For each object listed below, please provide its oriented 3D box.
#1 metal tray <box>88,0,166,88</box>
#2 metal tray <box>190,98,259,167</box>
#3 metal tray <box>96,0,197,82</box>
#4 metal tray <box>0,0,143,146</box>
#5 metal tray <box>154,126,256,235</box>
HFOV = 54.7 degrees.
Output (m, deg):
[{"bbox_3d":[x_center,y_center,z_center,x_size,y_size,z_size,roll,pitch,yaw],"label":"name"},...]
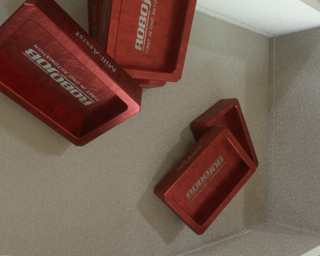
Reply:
[{"bbox_3d":[-0.038,-0.115,0.373,0.091,0.030,0.129,-4,93,-40],"label":"metal tray"},{"bbox_3d":[0.107,0.029,0.495,0.091,0.030,0.129,-36,113,-34],"label":"metal tray"},{"bbox_3d":[-0.012,-0.117,0.318,0.091,0.030,0.129,1,110,-29],"label":"metal tray"},{"bbox_3d":[-0.091,-0.045,0.288,0.130,0.090,0.030,43,30,-32],"label":"metal tray"},{"bbox_3d":[0.066,0.072,0.434,0.130,0.030,0.090,-46,114,-13],"label":"metal tray"}]
